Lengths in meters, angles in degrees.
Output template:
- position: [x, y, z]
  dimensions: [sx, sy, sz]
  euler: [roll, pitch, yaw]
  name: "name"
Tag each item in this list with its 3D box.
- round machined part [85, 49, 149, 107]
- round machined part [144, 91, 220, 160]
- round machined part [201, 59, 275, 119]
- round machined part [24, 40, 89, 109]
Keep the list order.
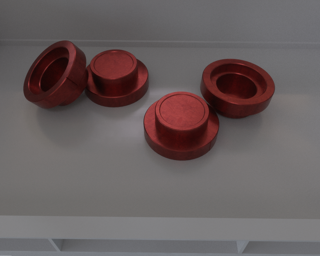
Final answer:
- position: [-0.066, -0.080, 0.461]
  dimensions: [0.099, 0.042, 0.098]
  euler: [0, 50, 0]
  name: "round machined part"
- position: [0.028, -0.010, 0.402]
  dimensions: [0.099, 0.042, 0.098]
  euler: [0, 50, 0]
  name: "round machined part"
- position: [0.105, -0.051, 0.434]
  dimensions: [0.099, 0.042, 0.098]
  euler: [3, 48, -3]
  name: "round machined part"
- position: [-0.139, -0.070, 0.432]
  dimensions: [0.098, 0.042, 0.098]
  euler: [-16, 57, 27]
  name: "round machined part"
